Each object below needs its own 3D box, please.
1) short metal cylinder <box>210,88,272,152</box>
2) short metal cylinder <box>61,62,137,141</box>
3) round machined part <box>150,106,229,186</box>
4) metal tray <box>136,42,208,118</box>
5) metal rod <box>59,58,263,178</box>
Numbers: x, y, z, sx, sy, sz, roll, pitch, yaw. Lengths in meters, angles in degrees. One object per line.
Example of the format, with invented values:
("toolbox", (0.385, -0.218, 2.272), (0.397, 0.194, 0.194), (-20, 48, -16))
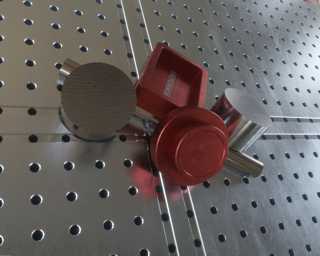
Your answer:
("short metal cylinder", (0.111, -0.012, 0.444), (0.080, 0.050, 0.080), (24, 33, -17))
("short metal cylinder", (-0.072, -0.028, 0.355), (0.081, 0.050, 0.080), (4, 77, -18))
("round machined part", (0.041, 0.025, 0.369), (0.099, 0.042, 0.097), (-6, 106, -21))
("metal tray", (0.018, -0.061, 0.433), (0.090, 0.030, 0.130), (28, 39, -10))
("metal rod", (0.009, -0.008, 0.418), (0.301, 0.025, 0.025), (28, 52, -11))
